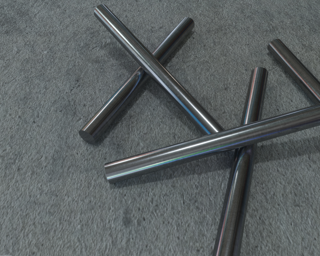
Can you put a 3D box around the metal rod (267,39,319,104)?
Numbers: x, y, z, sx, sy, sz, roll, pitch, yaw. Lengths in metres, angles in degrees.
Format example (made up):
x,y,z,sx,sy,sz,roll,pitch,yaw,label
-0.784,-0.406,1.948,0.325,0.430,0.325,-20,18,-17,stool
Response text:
x,y,z,sx,sy,sz,roll,pitch,yaw,label
0.235,-0.029,0.428,0.025,0.025,0.300,-13,51,-11,metal rod

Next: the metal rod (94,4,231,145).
x,y,z,sx,sy,sz,roll,pitch,yaw,label
-0.007,-0.084,0.444,0.025,0.025,0.300,-30,65,-23,metal rod

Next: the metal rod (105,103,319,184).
x,y,z,sx,sy,sz,roll,pitch,yaw,label
0.085,0.013,0.362,0.302,0.025,0.025,-16,51,-1,metal rod

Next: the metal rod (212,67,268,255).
x,y,z,sx,sy,sz,roll,pitch,yaw,label
0.106,0.026,0.381,0.025,0.025,0.300,14,51,11,metal rod

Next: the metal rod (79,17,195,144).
x,y,z,sx,sy,sz,roll,pitch,yaw,label
-0.020,-0.089,0.477,0.025,0.025,0.301,23,53,18,metal rod
